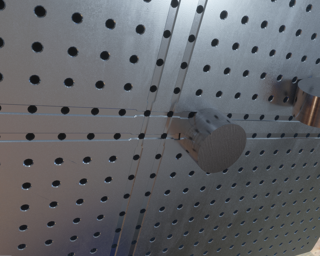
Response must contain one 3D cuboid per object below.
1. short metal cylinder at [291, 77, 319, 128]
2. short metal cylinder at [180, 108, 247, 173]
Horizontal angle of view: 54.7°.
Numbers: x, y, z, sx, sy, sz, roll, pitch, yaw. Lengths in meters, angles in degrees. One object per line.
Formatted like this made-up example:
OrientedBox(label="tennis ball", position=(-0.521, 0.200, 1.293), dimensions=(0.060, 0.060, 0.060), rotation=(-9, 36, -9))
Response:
OrientedBox(label="short metal cylinder", position=(0.256, -0.041, 0.490), dimensions=(0.081, 0.080, 0.050), rotation=(-15, 125, -20))
OrientedBox(label="short metal cylinder", position=(0.076, 0.018, 0.448), dimensions=(0.081, 0.050, 0.079), rotation=(-14, 124, -21))
